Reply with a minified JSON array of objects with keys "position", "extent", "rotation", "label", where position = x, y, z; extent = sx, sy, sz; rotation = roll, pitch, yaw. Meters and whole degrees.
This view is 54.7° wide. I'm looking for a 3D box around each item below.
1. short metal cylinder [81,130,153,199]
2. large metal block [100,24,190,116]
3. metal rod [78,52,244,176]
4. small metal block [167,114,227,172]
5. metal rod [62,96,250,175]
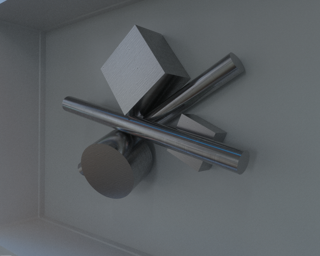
[{"position":[-0.057,0.047,0.415],"extent":[0.080,0.050,0.079],"rotation":[11,116,23],"label":"short metal cylinder"},{"position":[-0.021,-0.071,0.403],"extent":[0.080,0.050,0.080],"rotation":[-43,64,31],"label":"large metal block"},{"position":[-0.020,-0.003,0.418],"extent":[0.299,0.025,0.025],"rotation":[-34,69,34],"label":"metal rod"},{"position":[0.042,0.016,0.366],"extent":[0.050,0.025,0.050],"rotation":[33,110,34],"label":"small metal block"},{"position":[-0.031,-0.002,0.395],"extent":[0.300,0.025,0.025],"rotation":[18,101,38],"label":"metal rod"}]
